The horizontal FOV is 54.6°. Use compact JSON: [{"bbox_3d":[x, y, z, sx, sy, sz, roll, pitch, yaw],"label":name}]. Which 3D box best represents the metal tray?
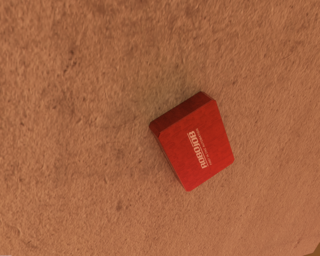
[{"bbox_3d":[0.050,0.023,0.444,0.090,0.030,0.130,-32,129,-7],"label":"metal tray"}]
